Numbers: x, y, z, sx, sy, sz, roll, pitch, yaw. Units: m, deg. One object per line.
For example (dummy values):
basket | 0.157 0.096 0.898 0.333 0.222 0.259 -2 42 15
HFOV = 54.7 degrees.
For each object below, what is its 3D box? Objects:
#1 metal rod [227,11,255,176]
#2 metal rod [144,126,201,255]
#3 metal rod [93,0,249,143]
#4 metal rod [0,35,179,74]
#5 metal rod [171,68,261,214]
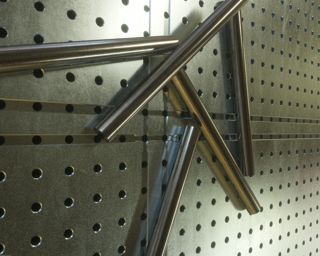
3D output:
metal rod | 0.136 -0.066 0.525 0.025 0.025 0.298 -11 97 -40
metal rod | 0.002 0.139 0.413 0.025 0.025 0.299 30 72 -37
metal rod | 0.028 -0.095 0.409 0.301 0.025 0.025 -47 119 -21
metal rod | -0.095 -0.079 0.330 0.302 0.025 0.025 -18 102 -39
metal rod | 0.093 0.032 0.490 0.025 0.025 0.299 -49 119 -29
